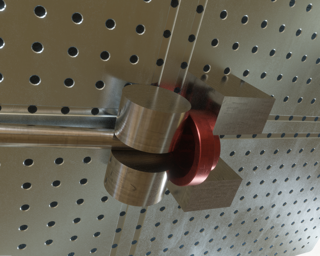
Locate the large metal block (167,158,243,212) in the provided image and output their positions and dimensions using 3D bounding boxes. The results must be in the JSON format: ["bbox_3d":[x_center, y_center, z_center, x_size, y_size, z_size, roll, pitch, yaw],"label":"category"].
[{"bbox_3d":[0.057,0.073,0.452,0.081,0.080,0.050,3,117,-30],"label":"large metal block"}]

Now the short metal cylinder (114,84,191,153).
[{"bbox_3d":[-0.009,-0.013,0.362,0.081,0.080,0.050,1,119,-29],"label":"short metal cylinder"}]

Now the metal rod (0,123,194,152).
[{"bbox_3d":[-0.097,0.011,0.350,0.302,0.025,0.025,4,117,-26],"label":"metal rod"}]

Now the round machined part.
[{"bbox_3d":[0.041,0.025,0.401,0.042,0.098,0.097,1,118,-29],"label":"round machined part"}]

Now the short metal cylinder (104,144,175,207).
[{"bbox_3d":[-0.027,0.053,0.393,0.081,0.080,0.050,1,118,-29],"label":"short metal cylinder"}]

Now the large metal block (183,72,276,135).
[{"bbox_3d":[0.085,-0.033,0.402,0.081,0.080,0.050,0,119,-28],"label":"large metal block"}]
